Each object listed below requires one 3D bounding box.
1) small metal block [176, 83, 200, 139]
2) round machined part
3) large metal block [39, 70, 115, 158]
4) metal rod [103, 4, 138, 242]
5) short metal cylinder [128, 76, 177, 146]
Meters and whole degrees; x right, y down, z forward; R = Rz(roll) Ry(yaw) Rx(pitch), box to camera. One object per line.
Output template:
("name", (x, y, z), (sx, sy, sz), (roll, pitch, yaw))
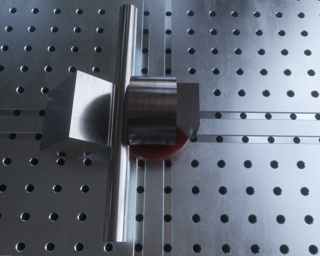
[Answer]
("small metal block", (0.030, -0.019, 0.361), (0.025, 0.050, 0.050), (1, 70, 0))
("round machined part", (-0.008, -0.003, 0.402), (0.099, 0.042, 0.098), (0, 70, -1))
("large metal block", (-0.102, -0.013, 0.380), (0.050, 0.080, 0.080), (18, 64, -38))
("metal rod", (-0.045, -0.022, 0.375), (0.025, 0.025, 0.299), (1, 70, 0))
("short metal cylinder", (-0.008, -0.020, 0.358), (0.050, 0.080, 0.080), (1, 70, 0))
